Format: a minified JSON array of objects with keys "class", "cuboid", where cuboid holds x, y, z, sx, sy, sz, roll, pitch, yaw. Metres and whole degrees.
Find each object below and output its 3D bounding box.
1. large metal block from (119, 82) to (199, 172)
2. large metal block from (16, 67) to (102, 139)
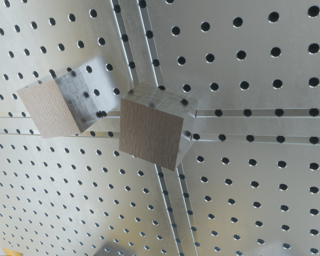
[{"class":"large metal block","cuboid":[-0.004,-0.003,0.396,0.080,0.050,0.079,19,126,17]},{"class":"large metal block","cuboid":[-0.145,-0.034,0.451,0.080,0.050,0.080,-7,115,31]}]
